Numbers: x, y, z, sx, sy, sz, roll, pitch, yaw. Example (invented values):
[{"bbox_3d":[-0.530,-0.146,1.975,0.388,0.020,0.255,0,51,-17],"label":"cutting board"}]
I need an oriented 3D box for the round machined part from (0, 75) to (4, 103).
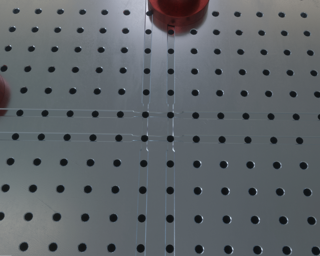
[{"bbox_3d":[-0.271,-0.056,0.422,0.099,0.042,0.098,0,70,0],"label":"round machined part"}]

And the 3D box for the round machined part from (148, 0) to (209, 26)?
[{"bbox_3d":[0.029,-0.211,0.480,0.099,0.042,0.098,0,70,0],"label":"round machined part"}]
